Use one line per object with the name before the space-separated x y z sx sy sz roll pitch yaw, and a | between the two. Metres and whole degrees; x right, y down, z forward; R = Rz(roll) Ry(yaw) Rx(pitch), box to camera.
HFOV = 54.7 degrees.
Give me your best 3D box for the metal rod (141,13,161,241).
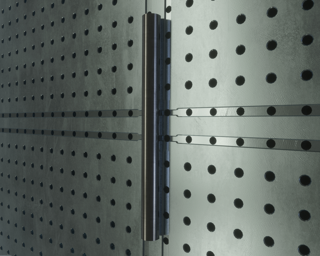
metal rod | -0.012 -0.001 0.417 0.025 0.025 0.298 1 90 39
